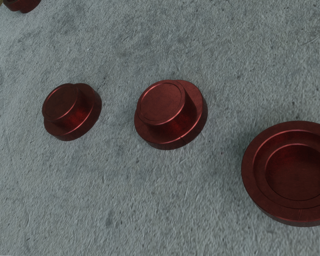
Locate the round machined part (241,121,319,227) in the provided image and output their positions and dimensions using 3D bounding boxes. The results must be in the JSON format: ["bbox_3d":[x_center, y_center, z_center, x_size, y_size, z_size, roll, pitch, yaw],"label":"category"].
[{"bbox_3d":[0.131,0.045,0.296,0.098,0.042,0.098,-13,56,21],"label":"round machined part"}]

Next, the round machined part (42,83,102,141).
[{"bbox_3d":[-0.145,-0.032,0.489,0.098,0.042,0.098,-13,56,21],"label":"round machined part"}]

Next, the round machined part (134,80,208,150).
[{"bbox_3d":[0.009,-0.024,0.403,0.098,0.042,0.098,-13,56,21],"label":"round machined part"}]

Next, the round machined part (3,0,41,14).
[{"bbox_3d":[-0.335,-0.324,0.769,0.098,0.042,0.098,-13,56,21],"label":"round machined part"}]
